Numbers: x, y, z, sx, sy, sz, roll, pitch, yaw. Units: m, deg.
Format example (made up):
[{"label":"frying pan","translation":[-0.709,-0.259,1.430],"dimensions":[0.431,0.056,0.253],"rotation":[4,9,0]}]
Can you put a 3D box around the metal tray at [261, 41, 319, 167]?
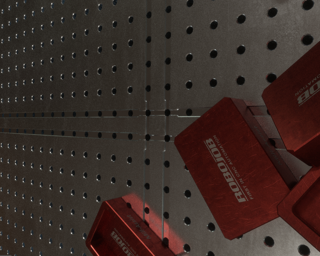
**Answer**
[{"label":"metal tray","translation":[0.151,-0.040,0.249],"dimensions":[0.129,0.030,0.090],"rotation":[-45,26,30]}]

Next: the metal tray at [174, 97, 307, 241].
[{"label":"metal tray","translation":[0.081,0.042,0.338],"dimensions":[0.090,0.030,0.130],"rotation":[-41,65,32]}]

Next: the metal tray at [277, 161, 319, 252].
[{"label":"metal tray","translation":[0.170,0.049,0.242],"dimensions":[0.090,0.030,0.130],"rotation":[43,100,30]}]

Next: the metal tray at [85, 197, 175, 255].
[{"label":"metal tray","translation":[-0.047,0.175,0.442],"dimensions":[0.130,0.030,0.089],"rotation":[38,113,33]}]
